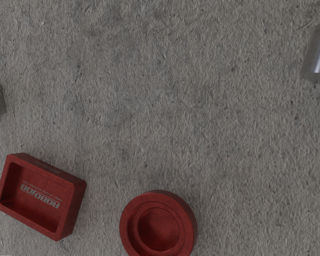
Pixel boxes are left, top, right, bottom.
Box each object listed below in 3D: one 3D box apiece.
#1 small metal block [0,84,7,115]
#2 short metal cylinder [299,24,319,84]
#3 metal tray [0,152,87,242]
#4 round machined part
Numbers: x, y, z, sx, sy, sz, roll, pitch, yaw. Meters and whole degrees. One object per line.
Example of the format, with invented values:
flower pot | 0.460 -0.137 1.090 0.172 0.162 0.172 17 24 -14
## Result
small metal block | -0.286 -0.043 0.510 0.050 0.025 0.050 -14 85 19
short metal cylinder | 0.190 -0.069 0.313 0.080 0.080 0.050 18 96 19
metal tray | -0.184 0.101 0.470 0.130 0.030 0.089 20 97 18
round machined part | 0.001 0.128 0.400 0.098 0.042 0.097 0 90 20
